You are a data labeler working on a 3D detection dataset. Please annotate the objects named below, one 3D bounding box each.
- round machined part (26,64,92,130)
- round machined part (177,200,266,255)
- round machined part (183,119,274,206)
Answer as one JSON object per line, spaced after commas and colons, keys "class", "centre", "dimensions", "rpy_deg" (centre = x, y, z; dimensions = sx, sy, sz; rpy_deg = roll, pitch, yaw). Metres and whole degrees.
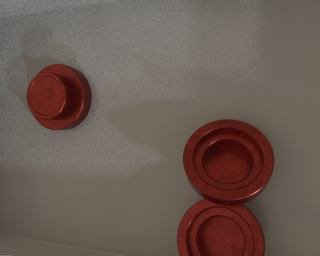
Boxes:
{"class": "round machined part", "centre": [-0.155, -0.046, 0.456], "dimensions": [0.098, 0.042, 0.097], "rpy_deg": [0, 90, 20]}
{"class": "round machined part", "centre": [0.073, 0.133, 0.367], "dimensions": [0.098, 0.042, 0.098], "rpy_deg": [-5, 73, 19]}
{"class": "round machined part", "centre": [0.078, 0.042, 0.359], "dimensions": [0.098, 0.042, 0.098], "rpy_deg": [-5, 59, 9]}
